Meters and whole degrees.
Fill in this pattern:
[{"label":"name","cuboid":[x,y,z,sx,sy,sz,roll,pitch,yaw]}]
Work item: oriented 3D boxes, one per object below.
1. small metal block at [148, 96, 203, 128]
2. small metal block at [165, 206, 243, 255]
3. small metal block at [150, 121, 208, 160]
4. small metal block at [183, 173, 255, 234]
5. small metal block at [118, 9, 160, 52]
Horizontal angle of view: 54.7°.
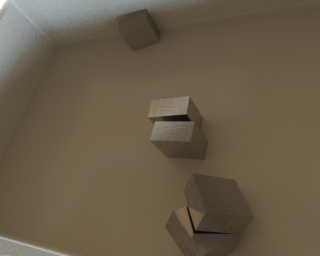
[{"label":"small metal block","cuboid":[0.020,-0.013,0.387,0.050,0.050,0.025,-4,60,26]},{"label":"small metal block","cuboid":[0.042,0.102,0.303,0.050,0.050,0.025,50,133,39]},{"label":"small metal block","cuboid":[0.024,0.015,0.368,0.050,0.050,0.025,1,62,28]},{"label":"small metal block","cuboid":[0.056,0.074,0.304,0.050,0.050,0.025,-106,33,-54]},{"label":"small metal block","cuboid":[-0.033,-0.157,0.504,0.050,0.050,0.025,-15,56,20]}]
